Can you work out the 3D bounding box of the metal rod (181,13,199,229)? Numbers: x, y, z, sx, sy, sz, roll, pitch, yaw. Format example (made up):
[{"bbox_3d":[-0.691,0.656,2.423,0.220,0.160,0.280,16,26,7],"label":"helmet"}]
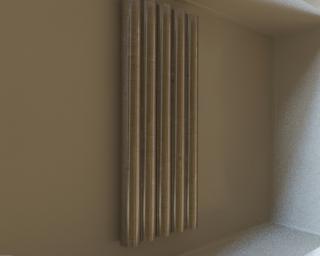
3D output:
[{"bbox_3d":[0.042,-0.009,0.440,0.025,0.025,0.298,0,90,-40],"label":"metal rod"}]

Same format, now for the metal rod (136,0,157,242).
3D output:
[{"bbox_3d":[-0.017,-0.010,0.390,0.025,0.025,0.298,0,90,-40],"label":"metal rod"}]

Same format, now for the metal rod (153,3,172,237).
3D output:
[{"bbox_3d":[0.003,-0.010,0.407,0.025,0.025,0.298,0,90,-40],"label":"metal rod"}]

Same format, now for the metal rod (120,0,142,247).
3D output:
[{"bbox_3d":[-0.035,-0.009,0.375,0.025,0.025,0.298,0,90,-40],"label":"metal rod"}]

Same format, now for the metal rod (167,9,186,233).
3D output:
[{"bbox_3d":[0.022,-0.010,0.423,0.025,0.025,0.298,0,90,-40],"label":"metal rod"}]
